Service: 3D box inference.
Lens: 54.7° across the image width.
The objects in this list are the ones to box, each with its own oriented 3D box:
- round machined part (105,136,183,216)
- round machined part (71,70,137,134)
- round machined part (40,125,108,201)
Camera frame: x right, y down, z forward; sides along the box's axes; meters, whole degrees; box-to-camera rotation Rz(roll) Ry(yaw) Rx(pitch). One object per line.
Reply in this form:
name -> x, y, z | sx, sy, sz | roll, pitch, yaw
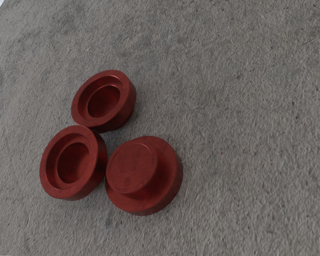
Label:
round machined part -> -0.026, 0.052, 0.374 | 0.098, 0.042, 0.098 | -13, 56, 21
round machined part -> -0.077, -0.034, 0.455 | 0.098, 0.042, 0.098 | -13, 56, 21
round machined part -> -0.110, 0.049, 0.415 | 0.098, 0.042, 0.098 | -11, 65, 25
